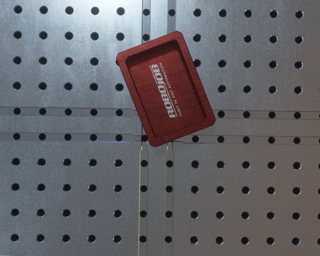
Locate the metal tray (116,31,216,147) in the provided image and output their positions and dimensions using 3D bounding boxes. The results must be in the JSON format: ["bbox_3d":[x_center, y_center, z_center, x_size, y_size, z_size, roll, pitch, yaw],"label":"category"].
[{"bbox_3d":[0.008,-0.050,0.410,0.090,0.030,0.129,-21,90,0],"label":"metal tray"}]
